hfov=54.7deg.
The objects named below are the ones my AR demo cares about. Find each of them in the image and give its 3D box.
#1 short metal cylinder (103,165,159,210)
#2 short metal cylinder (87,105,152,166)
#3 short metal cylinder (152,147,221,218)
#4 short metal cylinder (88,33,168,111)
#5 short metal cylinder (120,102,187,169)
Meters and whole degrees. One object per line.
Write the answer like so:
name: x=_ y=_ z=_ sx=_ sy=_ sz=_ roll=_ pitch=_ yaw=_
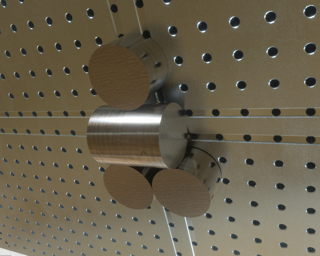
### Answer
short metal cylinder: x=-0.035 y=0.072 z=0.455 sx=0.080 sy=0.050 sz=0.079 roll=13 pitch=124 yaw=20
short metal cylinder: x=-0.050 y=0.009 z=0.406 sx=0.050 sy=0.080 sz=0.080 roll=0 pitch=119 yaw=28
short metal cylinder: x=0.036 y=0.073 z=0.418 sx=0.080 sy=0.050 sz=0.079 roll=13 pitch=124 yaw=20
short metal cylinder: x=-0.037 y=-0.068 z=0.371 sx=0.080 sy=0.050 sz=0.079 roll=13 pitch=124 yaw=20
short metal cylinder: x=-0.005 y=0.009 z=0.383 sx=0.050 sy=0.080 sz=0.080 roll=0 pitch=119 yaw=28
